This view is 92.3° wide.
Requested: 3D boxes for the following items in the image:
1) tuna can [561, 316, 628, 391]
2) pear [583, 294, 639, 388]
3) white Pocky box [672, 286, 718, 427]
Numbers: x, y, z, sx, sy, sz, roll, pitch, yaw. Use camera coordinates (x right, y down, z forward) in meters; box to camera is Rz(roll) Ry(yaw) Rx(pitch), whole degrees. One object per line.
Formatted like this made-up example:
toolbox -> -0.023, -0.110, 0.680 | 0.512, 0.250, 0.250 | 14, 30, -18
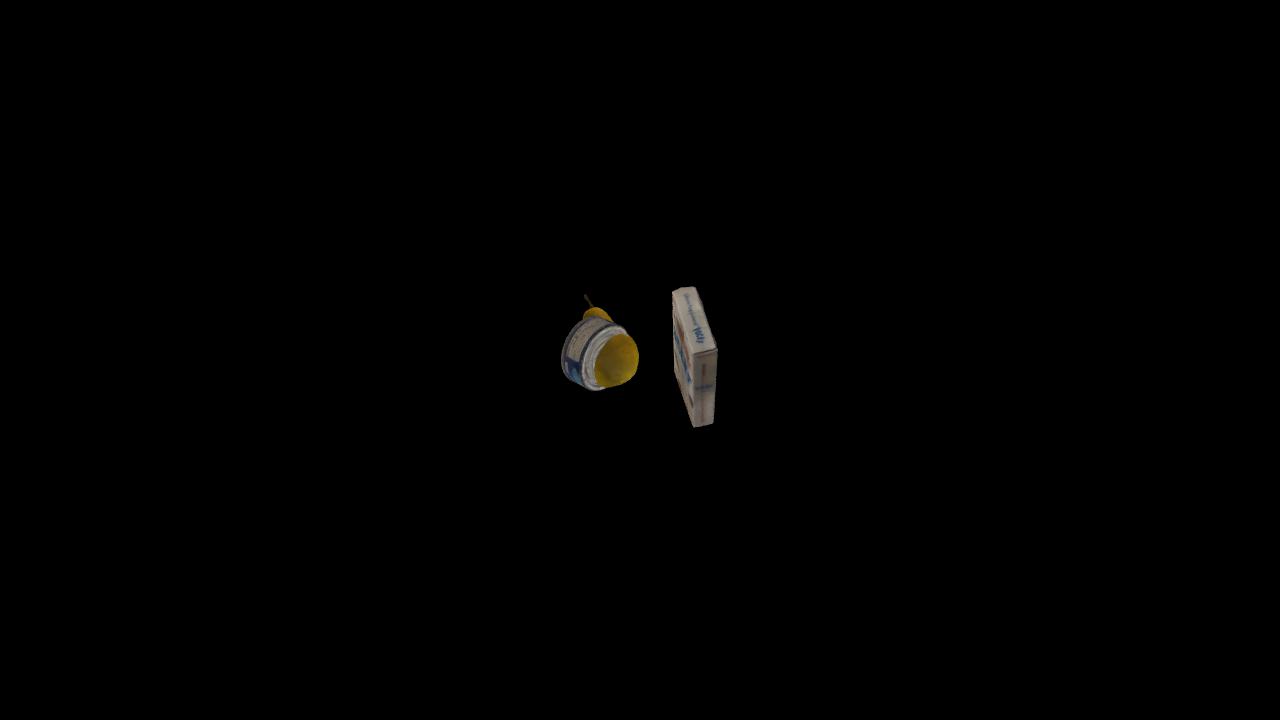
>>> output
tuna can -> -0.049, -0.007, 0.714 | 0.034, 0.084, 0.084 | 26, 15, 35
pear -> -0.043, -0.025, 0.729 | 0.080, 0.111, 0.080 | -15, 10, 3
white Pocky box -> 0.058, 0.002, 0.662 | 0.028, 0.084, 0.154 | -13, -34, -4
